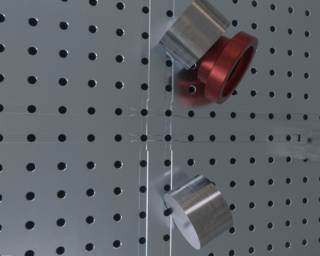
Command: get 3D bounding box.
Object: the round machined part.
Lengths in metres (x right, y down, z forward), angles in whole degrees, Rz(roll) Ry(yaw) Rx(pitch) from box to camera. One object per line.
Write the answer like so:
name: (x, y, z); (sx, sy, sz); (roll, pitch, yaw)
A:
round machined part: (0.086, -0.084, 0.416); (0.042, 0.098, 0.098); (33, 77, 18)

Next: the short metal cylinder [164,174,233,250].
short metal cylinder: (0.048, 0.107, 0.401); (0.050, 0.080, 0.080); (-27, 99, -18)

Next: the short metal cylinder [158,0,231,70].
short metal cylinder: (0.044, -0.121, 0.396); (0.050, 0.080, 0.080); (42, 77, -7)

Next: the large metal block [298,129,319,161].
large metal block: (0.282, 0.030, 0.487); (0.081, 0.080, 0.050); (6, 88, -20)
